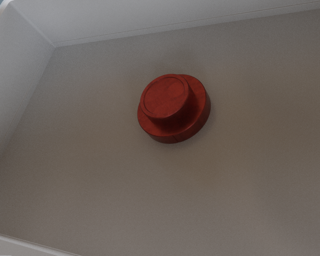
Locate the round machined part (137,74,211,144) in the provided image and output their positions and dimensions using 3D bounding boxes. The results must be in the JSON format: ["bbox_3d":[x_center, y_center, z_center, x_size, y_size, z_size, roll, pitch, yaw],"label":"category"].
[{"bbox_3d":[0.013,-0.032,0.406,0.098,0.042,0.098,-13,56,20],"label":"round machined part"}]
